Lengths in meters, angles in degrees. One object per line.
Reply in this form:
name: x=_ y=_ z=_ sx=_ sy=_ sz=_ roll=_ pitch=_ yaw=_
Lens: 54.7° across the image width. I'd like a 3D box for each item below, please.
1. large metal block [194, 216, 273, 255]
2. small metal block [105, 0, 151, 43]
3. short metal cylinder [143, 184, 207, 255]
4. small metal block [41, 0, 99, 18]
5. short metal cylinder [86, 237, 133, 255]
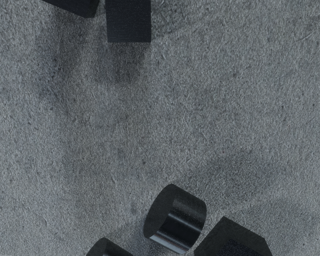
large metal block: x=0.110 y=0.195 z=0.470 sx=0.080 sy=0.050 sz=0.080 roll=31 pitch=107 yaw=-11
small metal block: x=-0.036 y=-0.127 z=0.363 sx=0.050 sy=0.025 sz=0.050 roll=0 pitch=110 yaw=-1
short metal cylinder: x=0.020 y=0.124 z=0.427 sx=0.050 sy=0.080 sz=0.080 roll=32 pitch=107 yaw=-11
small metal block: x=-0.098 y=-0.144 z=0.342 sx=0.050 sy=0.050 sz=0.025 roll=21 pitch=109 yaw=-8
short metal cylinder: x=-0.083 y=0.211 z=0.457 sx=0.050 sy=0.080 sz=0.080 roll=38 pitch=106 yaw=-13
